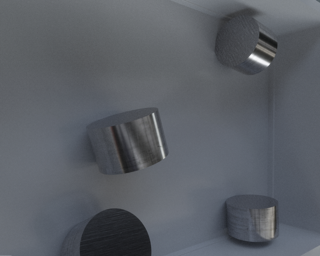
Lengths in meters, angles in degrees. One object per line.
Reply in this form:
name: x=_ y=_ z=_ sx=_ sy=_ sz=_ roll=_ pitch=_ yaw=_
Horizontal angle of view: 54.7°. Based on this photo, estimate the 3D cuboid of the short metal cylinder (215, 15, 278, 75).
short metal cylinder: x=0.134 y=-0.128 z=0.486 sx=0.050 sy=0.080 sz=0.080 roll=12 pitch=83 yaw=-40

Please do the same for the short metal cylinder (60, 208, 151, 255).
short metal cylinder: x=-0.056 y=0.131 z=0.326 sx=0.080 sy=0.050 sz=0.080 roll=21 pitch=52 yaw=-30

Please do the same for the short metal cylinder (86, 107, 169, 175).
short metal cylinder: x=-0.035 y=0.012 z=0.343 sx=0.081 sy=0.080 sz=0.050 roll=-23 pitch=105 yaw=-38

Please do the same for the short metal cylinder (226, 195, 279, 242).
short metal cylinder: x=0.149 y=0.143 z=0.499 sx=0.081 sy=0.080 sz=0.050 roll=-5 pitch=94 yaw=-40
